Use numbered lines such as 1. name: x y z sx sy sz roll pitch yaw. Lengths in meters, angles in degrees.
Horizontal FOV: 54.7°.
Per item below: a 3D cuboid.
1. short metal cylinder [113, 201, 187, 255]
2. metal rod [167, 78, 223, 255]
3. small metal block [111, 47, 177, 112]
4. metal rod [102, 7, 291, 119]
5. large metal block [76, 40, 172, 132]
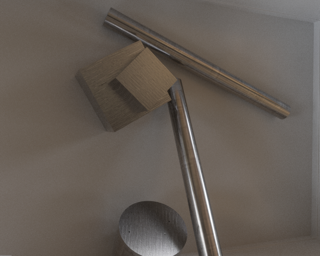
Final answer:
1. short metal cylinder: -0.013 0.135 0.370 0.081 0.080 0.050 1 125 -20
2. metal rod: 0.042 0.072 0.358 0.025 0.025 0.299 -1 64 -20
3. small metal block: -0.018 -0.054 0.352 0.050 0.025 0.050 46 76 -15
4. metal rod: 0.064 -0.082 0.435 0.302 0.025 0.025 24 82 -19
5. large metal block: -0.046 -0.049 0.381 0.080 0.050 0.080 -31 101 -18
